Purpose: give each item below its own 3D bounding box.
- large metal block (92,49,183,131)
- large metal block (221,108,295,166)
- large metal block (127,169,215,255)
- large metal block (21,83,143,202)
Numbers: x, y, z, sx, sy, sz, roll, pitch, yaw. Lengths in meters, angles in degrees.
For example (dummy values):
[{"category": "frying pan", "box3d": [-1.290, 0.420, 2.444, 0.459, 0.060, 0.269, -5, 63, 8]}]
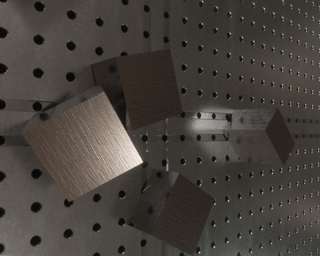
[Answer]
[{"category": "large metal block", "box3d": [-0.025, -0.046, 0.373, 0.081, 0.050, 0.079, -20, 103, -39]}, {"category": "large metal block", "box3d": [0.163, 0.014, 0.513, 0.050, 0.080, 0.080, -51, 121, -28]}, {"category": "large metal block", "box3d": [0.017, 0.110, 0.410, 0.080, 0.050, 0.080, 40, 66, -33]}, {"category": "large metal block", "box3d": [-0.075, 0.012, 0.310, 0.080, 0.050, 0.080, -28, 111, -5]}]
